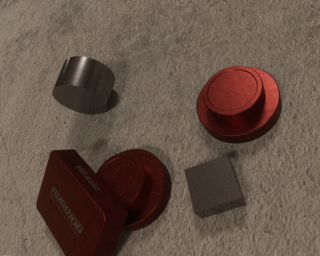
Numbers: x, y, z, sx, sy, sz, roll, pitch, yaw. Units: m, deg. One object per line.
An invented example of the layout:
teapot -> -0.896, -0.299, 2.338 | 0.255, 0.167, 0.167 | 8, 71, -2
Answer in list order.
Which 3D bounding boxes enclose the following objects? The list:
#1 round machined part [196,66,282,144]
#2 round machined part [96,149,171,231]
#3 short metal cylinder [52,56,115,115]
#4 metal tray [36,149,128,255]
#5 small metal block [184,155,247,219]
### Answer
round machined part -> 0.090, -0.034, 0.366 | 0.098, 0.042, 0.098 | -13, 56, 20
round machined part -> -0.040, 0.069, 0.370 | 0.098, 0.042, 0.098 | -13, 56, 20
short metal cylinder -> -0.113, -0.062, 0.464 | 0.080, 0.080, 0.050 | -3, 61, 26
metal tray -> -0.098, 0.095, 0.364 | 0.130, 0.030, 0.089 | 37, 114, 38
small metal block -> 0.059, 0.063, 0.333 | 0.050, 0.025, 0.050 | -22, 54, 14
